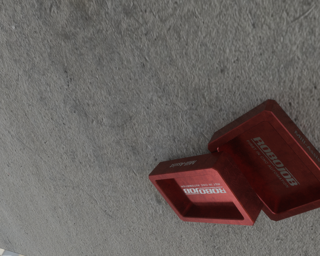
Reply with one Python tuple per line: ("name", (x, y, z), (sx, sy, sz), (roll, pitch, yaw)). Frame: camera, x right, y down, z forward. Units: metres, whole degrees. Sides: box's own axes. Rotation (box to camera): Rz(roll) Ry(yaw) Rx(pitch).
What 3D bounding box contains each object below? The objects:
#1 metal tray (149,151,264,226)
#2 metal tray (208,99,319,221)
("metal tray", (0.054, 0.081, 0.401), (0.130, 0.030, 0.090), (-18, 113, 51))
("metal tray", (0.131, 0.042, 0.360), (0.130, 0.030, 0.090), (48, 129, -6))
